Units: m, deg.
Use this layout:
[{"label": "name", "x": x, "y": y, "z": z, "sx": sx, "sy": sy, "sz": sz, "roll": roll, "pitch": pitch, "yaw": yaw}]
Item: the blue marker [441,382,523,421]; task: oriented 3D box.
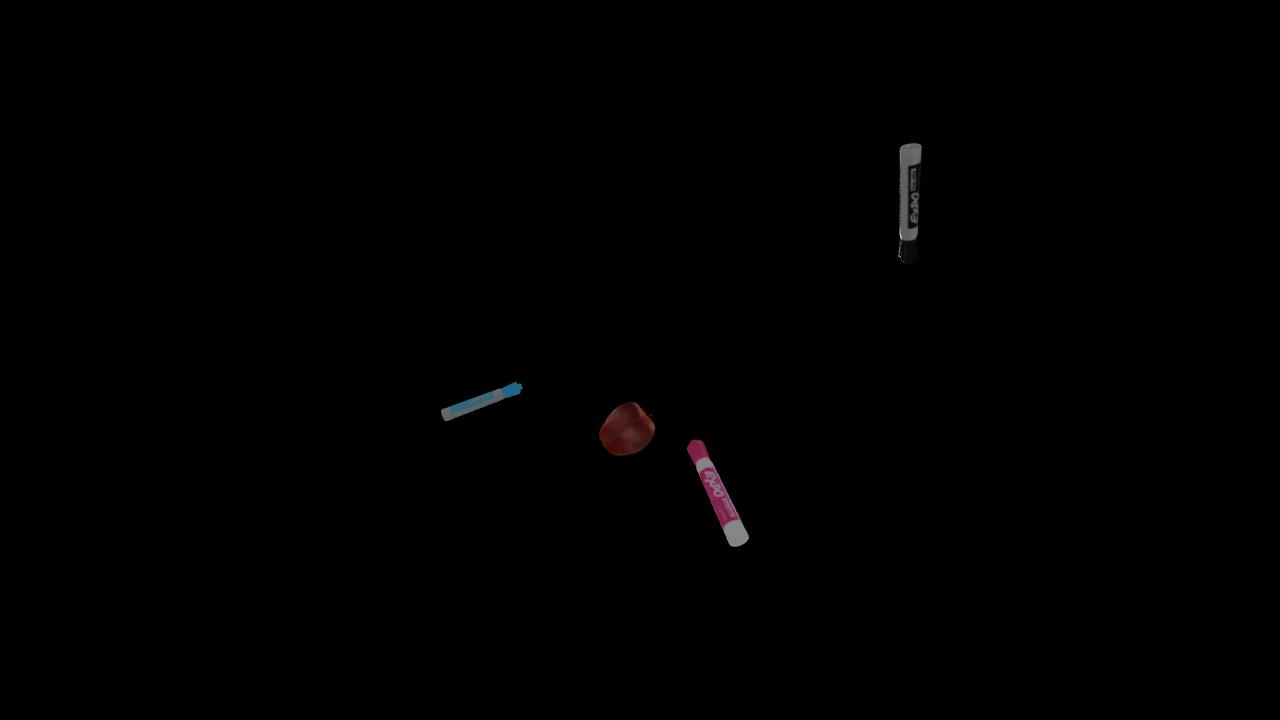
[{"label": "blue marker", "x": -0.229, "y": 0.060, "z": 0.895, "sx": 0.121, "sy": 0.020, "sz": 0.020, "roll": -20, "pitch": 0, "yaw": -1}]

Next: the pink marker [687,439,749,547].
[{"label": "pink marker", "x": 0.070, "y": 0.121, "z": 0.581, "sx": 0.020, "sy": 0.020, "sz": 0.121, "roll": 0, "pitch": 38, "yaw": -20}]

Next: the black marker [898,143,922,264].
[{"label": "black marker", "x": 0.264, "y": -0.150, "z": 0.604, "sx": 0.020, "sy": 0.121, "sz": 0.020, "roll": -10, "pitch": 34, "yaw": 7}]

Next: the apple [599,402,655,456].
[{"label": "apple", "x": -0.020, "y": 0.114, "z": 1.002, "sx": 0.093, "sy": 0.079, "sz": 0.079, "roll": -36, "pitch": -1, "yaw": 1}]
